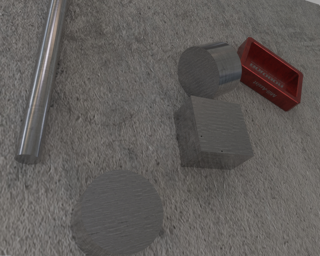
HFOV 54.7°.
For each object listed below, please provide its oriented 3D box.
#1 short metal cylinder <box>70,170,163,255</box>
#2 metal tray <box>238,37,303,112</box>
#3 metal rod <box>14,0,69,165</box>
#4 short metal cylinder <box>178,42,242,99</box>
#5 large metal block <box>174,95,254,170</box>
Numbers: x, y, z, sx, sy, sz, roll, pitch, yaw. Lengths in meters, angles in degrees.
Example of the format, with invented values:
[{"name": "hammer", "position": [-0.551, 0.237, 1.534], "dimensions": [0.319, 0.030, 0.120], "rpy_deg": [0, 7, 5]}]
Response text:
[{"name": "short metal cylinder", "position": [-0.044, 0.088, 0.310], "dimensions": [0.081, 0.050, 0.080], "rpy_deg": [14, 56, -21]}, {"name": "metal tray", "position": [0.198, -0.099, 0.567], "dimensions": [0.130, 0.030, 0.090], "rpy_deg": [32, 52, -8]}, {"name": "metal rod", "position": [-0.139, -0.097, 0.388], "dimensions": [0.025, 0.025, 0.299], "rpy_deg": [11, 57, -22]}, {"name": "short metal cylinder", "position": [0.072, -0.084, 0.459], "dimensions": [0.050, 0.080, 0.080], "rpy_deg": [-22, 74, -36]}, {"name": "large metal block", "position": [0.070, 0.009, 0.420], "dimensions": [0.081, 0.050, 0.080], "rpy_deg": [7, 59, -25]}]
